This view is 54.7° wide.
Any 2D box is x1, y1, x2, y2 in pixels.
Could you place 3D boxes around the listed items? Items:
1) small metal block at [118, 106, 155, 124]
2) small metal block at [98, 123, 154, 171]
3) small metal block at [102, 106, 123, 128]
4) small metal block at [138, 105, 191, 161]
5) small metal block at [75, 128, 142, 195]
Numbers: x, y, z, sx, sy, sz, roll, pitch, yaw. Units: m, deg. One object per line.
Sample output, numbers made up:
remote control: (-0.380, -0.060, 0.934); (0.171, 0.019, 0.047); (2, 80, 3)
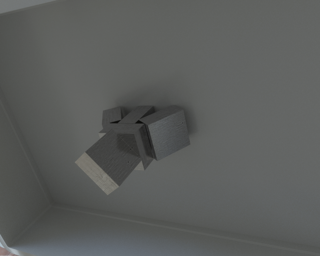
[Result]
small metal block: (-0.025, 0.004, 0.406); (0.025, 0.050, 0.050); (1, 119, 28)
small metal block: (-0.040, 0.022, 0.376); (0.050, 0.025, 0.050); (1, 119, 28)
small metal block: (-0.059, 0.004, 0.420); (0.025, 0.050, 0.050); (-15, 115, -2)
small metal block: (0.006, 0.006, 0.388); (0.025, 0.050, 0.050); (29, 138, 55)
small metal block: (-0.056, 0.037, 0.344); (0.050, 0.050, 0.025); (46, 129, -4)
